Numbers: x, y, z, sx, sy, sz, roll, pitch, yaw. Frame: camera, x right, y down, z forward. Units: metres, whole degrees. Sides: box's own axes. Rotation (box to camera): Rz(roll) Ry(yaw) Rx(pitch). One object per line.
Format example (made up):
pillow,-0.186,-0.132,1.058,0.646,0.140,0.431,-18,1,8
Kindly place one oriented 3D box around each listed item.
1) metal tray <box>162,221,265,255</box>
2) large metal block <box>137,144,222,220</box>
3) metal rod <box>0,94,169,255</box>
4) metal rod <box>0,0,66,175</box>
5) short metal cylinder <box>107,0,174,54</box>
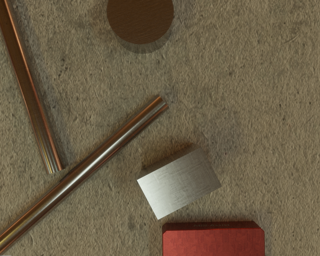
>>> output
metal tray,0.069,0.173,0.409,0.131,0.030,0.089,-1,90,-1
large metal block,0.022,0.061,0.383,0.080,0.080,0.050,-27,90,0
metal rod,-0.108,0.064,0.408,0.300,0.025,0.025,-41,91,-1
metal rod,-0.182,-0.085,0.407,0.025,0.025,0.298,-18,90,0
short metal cylinder,-0.024,-0.141,0.397,0.081,0.050,0.079,0,90,-1
